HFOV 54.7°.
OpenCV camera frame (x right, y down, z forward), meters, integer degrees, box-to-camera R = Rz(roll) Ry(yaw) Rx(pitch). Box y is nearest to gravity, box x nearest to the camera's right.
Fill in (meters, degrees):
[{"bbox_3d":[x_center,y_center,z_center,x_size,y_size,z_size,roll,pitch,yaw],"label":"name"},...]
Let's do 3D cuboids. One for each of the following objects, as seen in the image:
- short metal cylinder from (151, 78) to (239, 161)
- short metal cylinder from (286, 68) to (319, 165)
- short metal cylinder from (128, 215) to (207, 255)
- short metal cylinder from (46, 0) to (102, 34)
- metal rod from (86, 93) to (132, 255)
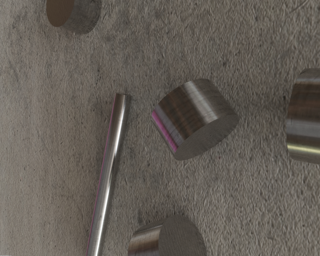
[{"bbox_3d":[0.038,-0.008,0.338,0.080,0.081,0.050,-46,63,30],"label":"short metal cylinder"},{"bbox_3d":[0.143,-0.008,0.251,0.050,0.081,0.079,9,96,40],"label":"short metal cylinder"},{"bbox_3d":[0.010,0.148,0.361,0.050,0.081,0.080,-31,71,36],"label":"short metal cylinder"},{"bbox_3d":[-0.141,-0.199,0.505,0.080,0.050,0.079,0,90,40],"label":"short metal cylinder"},{"bbox_3d":[-0.083,0.095,0.473,0.025,0.025,0.298,20,102,38],"label":"metal rod"}]
